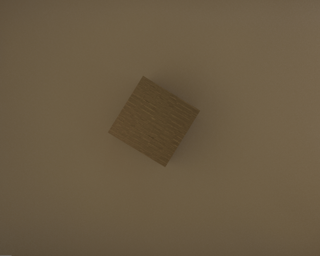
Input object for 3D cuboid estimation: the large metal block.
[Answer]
[{"bbox_3d":[-0.007,-0.008,0.395,0.080,0.050,0.080,32,89,-1],"label":"large metal block"}]
